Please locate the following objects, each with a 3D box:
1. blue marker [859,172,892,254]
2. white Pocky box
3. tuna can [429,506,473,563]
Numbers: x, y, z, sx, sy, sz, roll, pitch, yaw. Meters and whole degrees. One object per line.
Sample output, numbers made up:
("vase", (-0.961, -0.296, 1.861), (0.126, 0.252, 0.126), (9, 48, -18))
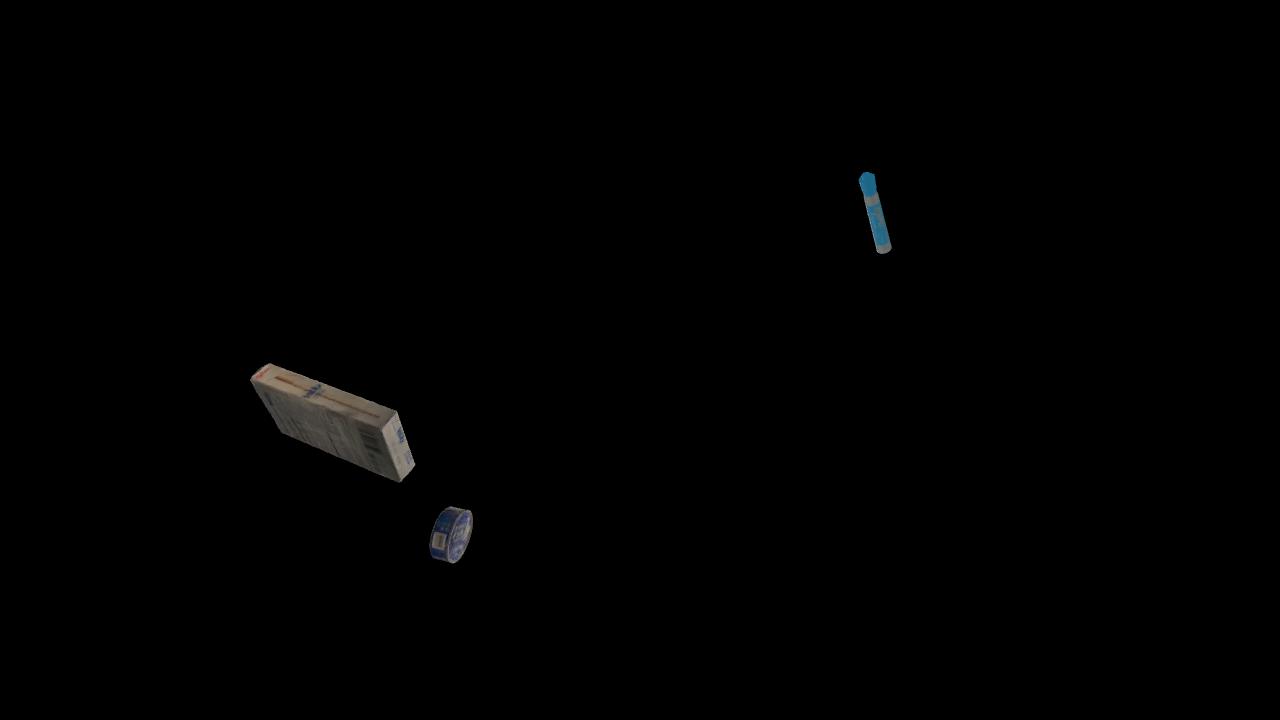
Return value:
("blue marker", (0.295, -0.184, 0.771), (0.020, 0.020, 0.121), (0, -39, 35))
("white Pocky box", (-0.296, 0.061, 0.597), (0.154, 0.084, 0.028), (18, 46, 15))
("tuna can", (-0.299, 0.277, 0.977), (0.034, 0.084, 0.084), (10, 1, 8))
